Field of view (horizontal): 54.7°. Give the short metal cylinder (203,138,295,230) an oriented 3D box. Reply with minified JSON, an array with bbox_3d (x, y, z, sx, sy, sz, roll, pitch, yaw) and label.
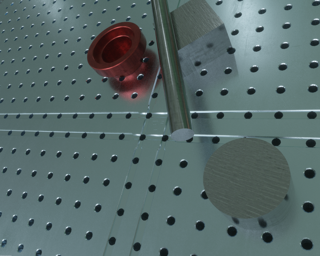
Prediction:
[{"bbox_3d":[0.090,0.056,0.310,0.080,0.050,0.080,-13,56,21],"label":"short metal cylinder"}]

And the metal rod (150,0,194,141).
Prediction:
[{"bbox_3d":[0.008,-0.116,0.409,0.025,0.025,0.299,-19,55,17],"label":"metal rod"}]

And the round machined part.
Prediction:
[{"bbox_3d":[-0.065,-0.122,0.504,0.098,0.042,0.098,-13,56,20],"label":"round machined part"}]

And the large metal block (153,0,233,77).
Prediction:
[{"bbox_3d":[0.046,-0.134,0.449,0.080,0.050,0.080,-29,52,9],"label":"large metal block"}]
